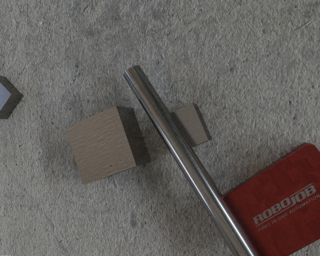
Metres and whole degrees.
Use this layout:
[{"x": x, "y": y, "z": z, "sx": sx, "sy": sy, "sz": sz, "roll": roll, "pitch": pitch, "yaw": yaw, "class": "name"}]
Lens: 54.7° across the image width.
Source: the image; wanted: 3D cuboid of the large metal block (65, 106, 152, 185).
[{"x": -0.069, "y": 0.023, "z": 0.419, "sx": 0.080, "sy": 0.050, "sz": 0.080, "roll": -21, "pitch": 83, "yaw": 18, "class": "large metal block"}]

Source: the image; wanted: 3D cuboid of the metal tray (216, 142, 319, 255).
[{"x": 0.143, "y": 0.088, "z": 0.356, "sx": 0.130, "sy": 0.030, "sz": 0.090, "roll": -37, "pitch": 78, "yaw": 15, "class": "metal tray"}]

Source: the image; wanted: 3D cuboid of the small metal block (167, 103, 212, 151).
[{"x": 0.032, "y": 0.002, "z": 0.397, "sx": 0.050, "sy": 0.025, "sz": 0.050, "roll": -24, "pitch": 82, "yaw": 18, "class": "small metal block"}]

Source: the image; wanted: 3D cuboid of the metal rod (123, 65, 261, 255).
[{"x": 0.041, "y": 0.052, "z": 0.363, "sx": 0.025, "sy": 0.025, "sz": 0.299, "roll": -36, "pitch": 76, "yaw": 16, "class": "metal rod"}]

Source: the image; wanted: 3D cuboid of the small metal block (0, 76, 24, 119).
[{"x": -0.257, "y": -0.049, "z": 0.497, "sx": 0.050, "sy": 0.025, "sz": 0.050, "roll": 43, "pitch": 103, "yaw": 14, "class": "small metal block"}]
